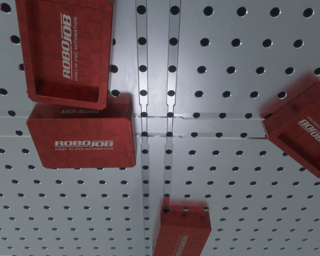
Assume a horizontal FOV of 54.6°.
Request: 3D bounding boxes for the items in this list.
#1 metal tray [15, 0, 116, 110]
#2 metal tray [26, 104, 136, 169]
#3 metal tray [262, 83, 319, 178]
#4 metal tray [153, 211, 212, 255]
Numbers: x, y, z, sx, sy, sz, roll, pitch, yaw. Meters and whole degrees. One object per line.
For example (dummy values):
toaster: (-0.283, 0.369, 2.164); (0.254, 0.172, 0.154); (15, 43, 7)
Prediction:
metal tray: (-0.098, -0.084, 0.335); (0.091, 0.030, 0.129); (7, 130, -6)
metal tray: (-0.100, 0.013, 0.419); (0.131, 0.030, 0.089); (-1, 130, 0)
metal tray: (0.215, 0.009, 0.417); (0.130, 0.030, 0.090); (33, 123, -25)
metal tray: (0.037, 0.210, 0.587); (0.091, 0.030, 0.129); (6, 130, -6)
